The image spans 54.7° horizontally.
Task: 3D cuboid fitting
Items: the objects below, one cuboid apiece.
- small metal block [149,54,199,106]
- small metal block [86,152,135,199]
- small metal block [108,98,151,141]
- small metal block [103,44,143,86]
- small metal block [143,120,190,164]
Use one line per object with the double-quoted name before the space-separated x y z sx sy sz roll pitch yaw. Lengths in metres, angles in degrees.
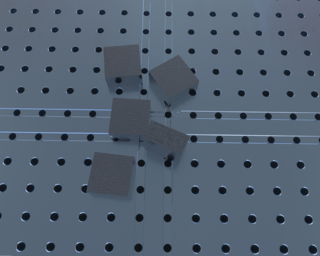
"small metal block" 0.019 -0.067 0.437 0.050 0.025 0.050 -31 73 -11
"small metal block" -0.060 0.060 0.389 0.050 0.025 0.050 7 70 2
"small metal block" -0.039 -0.011 0.415 0.050 0.025 0.050 4 70 1
"small metal block" -0.053 -0.090 0.444 0.050 0.025 0.050 -5 70 -3
"small metal block" 0.007 0.019 0.392 0.050 0.050 0.025 23 72 8
